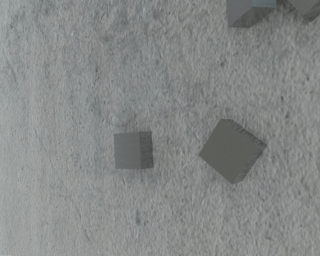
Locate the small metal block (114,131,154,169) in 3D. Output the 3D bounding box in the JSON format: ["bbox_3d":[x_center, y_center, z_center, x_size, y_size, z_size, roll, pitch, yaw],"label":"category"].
[{"bbox_3d":[-0.037,0.031,0.434,0.050,0.025,0.050,-5,87,39],"label":"small metal block"}]

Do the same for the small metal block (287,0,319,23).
[{"bbox_3d":[0.141,-0.137,0.288,0.050,0.025,0.050,-46,63,30],"label":"small metal block"}]

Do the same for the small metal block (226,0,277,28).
[{"bbox_3d":[0.090,-0.136,0.314,0.050,0.025,0.050,164,102,-76],"label":"small metal block"}]

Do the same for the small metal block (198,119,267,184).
[{"bbox_3d":[0.079,0.025,0.339,0.050,0.025,0.050,41,115,32],"label":"small metal block"}]
